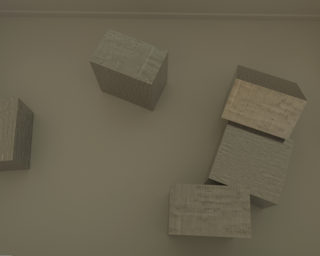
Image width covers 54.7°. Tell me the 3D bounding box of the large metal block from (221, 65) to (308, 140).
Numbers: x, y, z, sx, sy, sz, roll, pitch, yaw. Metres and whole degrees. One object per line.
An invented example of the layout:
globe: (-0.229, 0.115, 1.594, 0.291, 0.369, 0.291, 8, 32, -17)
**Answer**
large metal block: (0.126, -0.036, 0.388, 0.080, 0.080, 0.050, 19, 116, 7)

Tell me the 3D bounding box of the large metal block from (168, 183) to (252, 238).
large metal block: (0.050, 0.095, 0.346, 0.080, 0.080, 0.050, 3, 71, 1)

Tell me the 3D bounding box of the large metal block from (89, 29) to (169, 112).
large metal block: (-0.037, -0.073, 0.407, 0.080, 0.080, 0.050, 22, 72, 8)

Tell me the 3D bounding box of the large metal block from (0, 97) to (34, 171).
large metal block: (-0.212, 0.011, 0.391, 0.081, 0.050, 0.080, -4, 70, -2)

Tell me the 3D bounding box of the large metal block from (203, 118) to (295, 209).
large metal block: (0.107, 0.044, 0.381, 0.080, 0.050, 0.080, 20, 71, 7)
